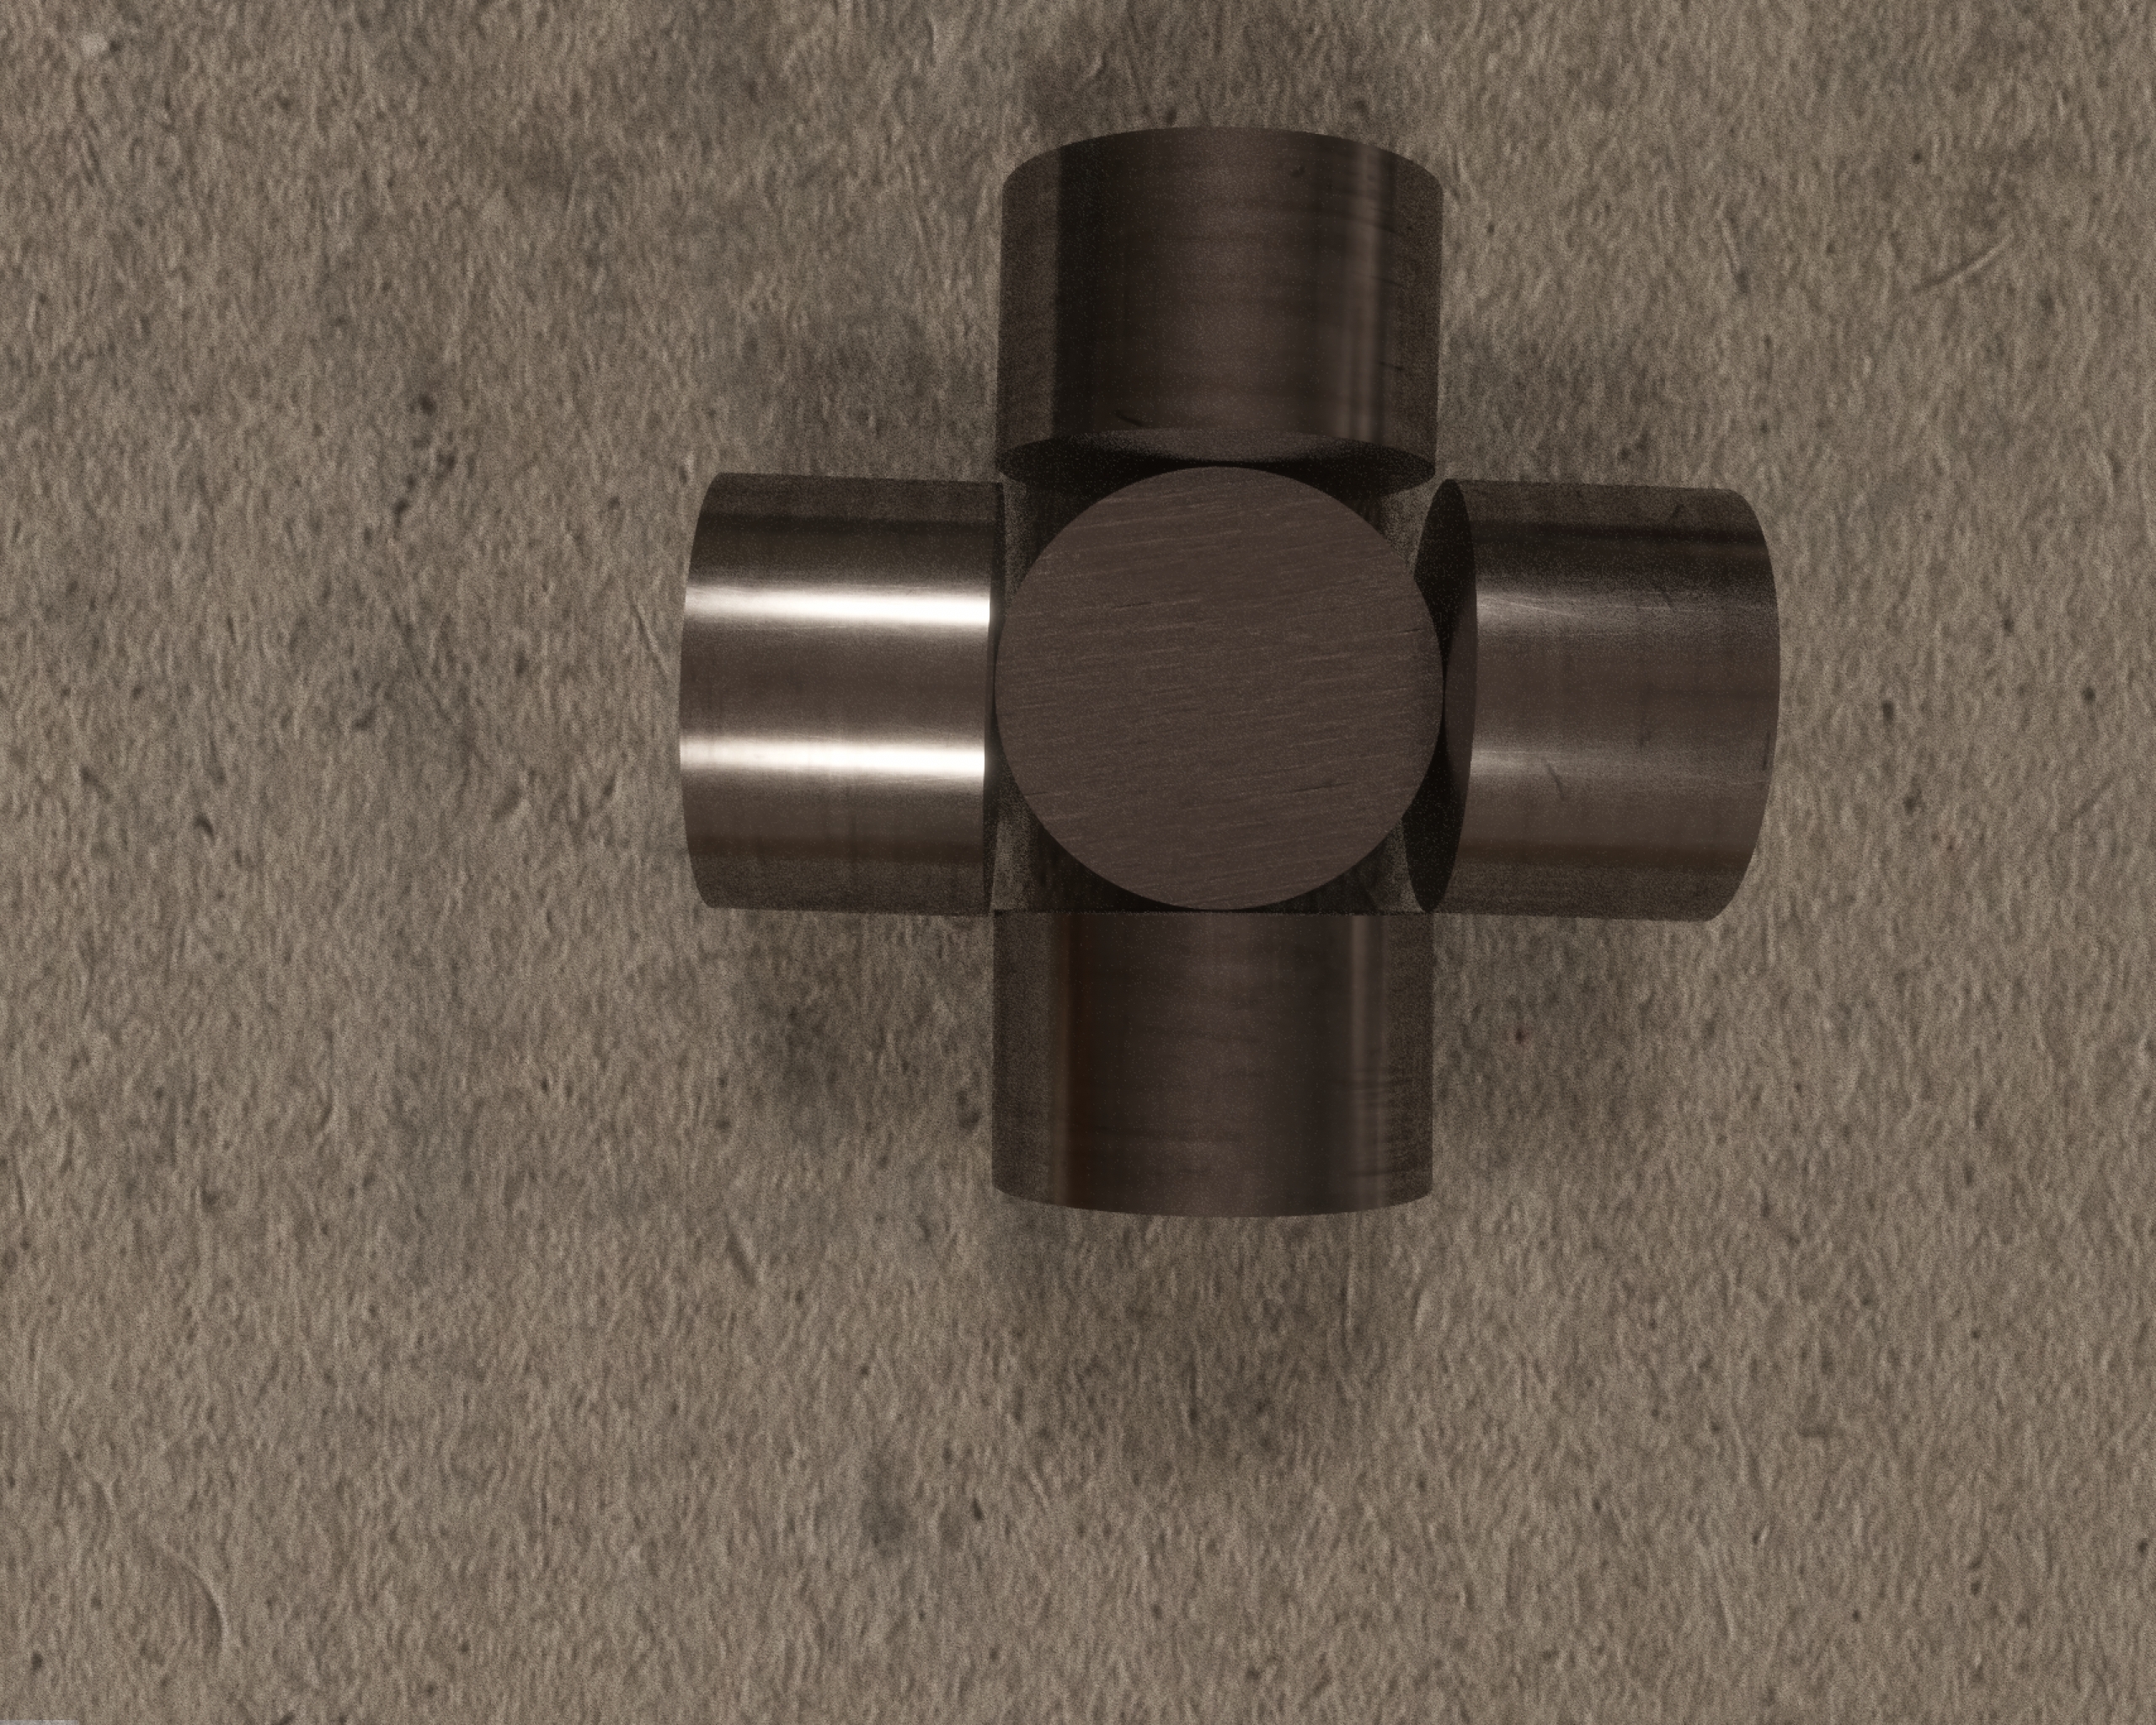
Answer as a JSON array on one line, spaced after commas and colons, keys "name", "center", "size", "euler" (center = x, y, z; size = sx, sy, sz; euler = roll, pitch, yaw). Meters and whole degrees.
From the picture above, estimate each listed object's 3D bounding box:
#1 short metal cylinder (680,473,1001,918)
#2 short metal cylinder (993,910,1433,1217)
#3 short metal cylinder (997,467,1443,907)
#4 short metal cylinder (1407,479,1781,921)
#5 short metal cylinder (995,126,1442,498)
[{"name": "short metal cylinder", "center": [-0.040, -0.030, 0.383], "size": [0.050, 0.080, 0.079], "euler": [2, 90, 0]}, {"name": "short metal cylinder", "center": [0.025, 0.034, 0.384], "size": [0.081, 0.080, 0.050], "euler": [0, 90, -1]}, {"name": "short metal cylinder", "center": [0.025, -0.031, 0.399], "size": [0.081, 0.050, 0.079], "euler": [0, 90, -1]}, {"name": "short metal cylinder", "center": [0.091, -0.030, 0.385], "size": [0.050, 0.080, 0.079], "euler": [2, 90, 0]}, {"name": "short metal cylinder", "center": [0.026, -0.097, 0.383], "size": [0.081, 0.080, 0.050], "euler": [2, 91, -1]}]
